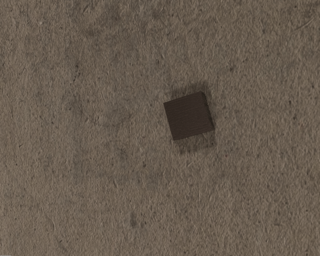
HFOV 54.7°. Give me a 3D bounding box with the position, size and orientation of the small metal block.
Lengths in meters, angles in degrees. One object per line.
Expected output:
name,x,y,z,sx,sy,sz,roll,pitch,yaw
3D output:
small metal block,0.037,-0.015,0.395,0.050,0.025,0.050,-17,85,19
